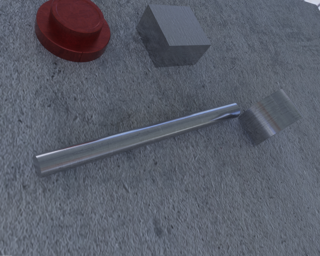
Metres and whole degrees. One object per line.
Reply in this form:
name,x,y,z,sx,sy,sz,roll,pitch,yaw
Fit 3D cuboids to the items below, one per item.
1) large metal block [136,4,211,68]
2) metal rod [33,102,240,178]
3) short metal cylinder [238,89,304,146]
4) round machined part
large metal block,0.020,-0.145,0.489,0.081,0.050,0.080,-12,68,-33
metal rod,-0.004,0.006,0.399,0.303,0.025,0.025,-16,70,-35
short metal cylinder,0.167,-0.015,0.470,0.081,0.080,0.050,-22,74,-36
round machined part,-0.114,-0.140,0.418,0.099,0.042,0.098,14,56,-21
